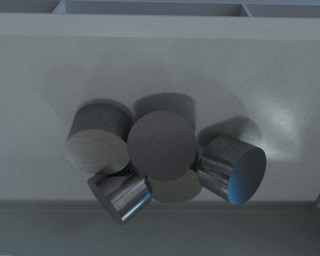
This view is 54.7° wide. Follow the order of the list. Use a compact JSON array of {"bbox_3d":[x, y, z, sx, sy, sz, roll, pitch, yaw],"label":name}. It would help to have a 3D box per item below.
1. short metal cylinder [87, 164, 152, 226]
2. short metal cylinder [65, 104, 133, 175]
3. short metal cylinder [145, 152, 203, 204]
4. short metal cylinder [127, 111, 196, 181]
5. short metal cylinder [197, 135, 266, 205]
[{"bbox_3d":[-0.057,0.090,0.438,0.050,0.080,0.080,-37,135,-25],"label":"short metal cylinder"},{"bbox_3d":[-0.077,0.016,0.402,0.081,0.050,0.079,0,130,0],"label":"short metal cylinder"},{"bbox_3d":[0.019,0.064,0.446,0.081,0.050,0.079,0,130,0],"label":"short metal cylinder"},{"bbox_3d":[0.004,0.024,0.382,0.080,0.080,0.050,-6,166,4],"label":"short metal cylinder"},{"bbox_3d":[0.096,0.055,0.412,0.081,0.050,0.079,-17,118,-36],"label":"short metal cylinder"}]
